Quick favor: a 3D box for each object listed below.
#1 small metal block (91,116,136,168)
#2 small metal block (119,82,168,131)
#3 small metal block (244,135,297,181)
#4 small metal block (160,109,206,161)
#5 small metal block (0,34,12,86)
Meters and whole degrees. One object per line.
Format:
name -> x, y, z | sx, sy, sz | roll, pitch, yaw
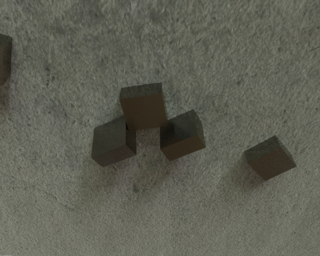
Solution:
small metal block -> -0.059, 0.017, 0.403 | 0.050, 0.050, 0.025 | -22, 135, 17
small metal block -> -0.019, -0.026, 0.385 | 0.050, 0.025, 0.050 | -8, 130, 5
small metal block -> 0.159, 0.045, 0.448 | 0.050, 0.025, 0.050 | -33, 123, 24
small metal block -> 0.028, 0.009, 0.399 | 0.050, 0.050, 0.025 | -23, 127, 18
small metal block -> -0.193, -0.079, 0.337 | 0.050, 0.025, 0.050 | 14, 129, -13
